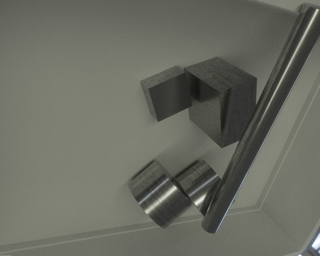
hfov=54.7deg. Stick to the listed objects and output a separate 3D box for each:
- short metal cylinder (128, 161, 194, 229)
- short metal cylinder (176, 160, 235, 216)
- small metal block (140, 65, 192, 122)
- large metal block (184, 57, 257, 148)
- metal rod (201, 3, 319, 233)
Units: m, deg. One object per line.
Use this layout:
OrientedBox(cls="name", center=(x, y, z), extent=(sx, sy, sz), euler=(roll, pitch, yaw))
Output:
OrientedBox(cls="short metal cylinder", center=(0.001, 0.092, 0.432), extent=(0.050, 0.080, 0.080), euler=(-41, 130, -1))
OrientedBox(cls="short metal cylinder", center=(0.068, 0.095, 0.471), extent=(0.050, 0.080, 0.080), euler=(-36, 130, -5))
OrientedBox(cls="small metal block", center=(0.009, -0.043, 0.388), extent=(0.050, 0.025, 0.050), euler=(-26, 128, -13))
OrientedBox(cls="large metal block", center=(0.076, -0.035, 0.395), extent=(0.050, 0.080, 0.080), euler=(-22, 127, -16))
OrientedBox(cls="metal rod", center=(0.103, 0.016, 0.348), extent=(0.025, 0.025, 0.298), euler=(-4, 128, -27))
